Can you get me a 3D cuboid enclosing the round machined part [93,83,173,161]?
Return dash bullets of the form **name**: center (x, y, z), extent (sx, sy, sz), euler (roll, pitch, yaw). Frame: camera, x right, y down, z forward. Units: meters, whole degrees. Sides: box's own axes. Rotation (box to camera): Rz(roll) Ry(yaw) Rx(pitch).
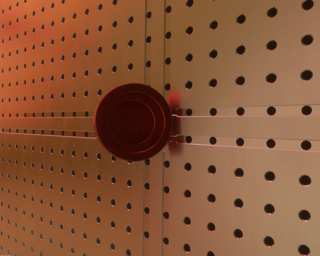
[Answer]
- **round machined part**: center (-0.037, -0.007, 0.402), extent (0.042, 0.099, 0.097), euler (173, 95, -71)
